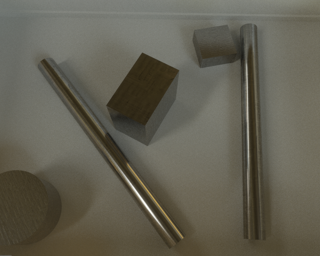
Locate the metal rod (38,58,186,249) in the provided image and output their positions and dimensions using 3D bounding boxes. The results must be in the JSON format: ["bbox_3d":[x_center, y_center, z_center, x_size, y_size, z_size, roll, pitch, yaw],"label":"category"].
[{"bbox_3d":[-0.071,0.021,0.400,0.025,0.025,0.300,-36,74,-12],"label":"metal rod"}]

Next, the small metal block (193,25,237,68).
[{"bbox_3d":[0.079,-0.120,0.454,0.050,0.025,0.050,-11,70,-4],"label":"small metal block"}]

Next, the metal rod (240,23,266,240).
[{"bbox_3d":[0.122,-0.009,0.414,0.025,0.025,0.299,4,70,1],"label":"metal rod"}]

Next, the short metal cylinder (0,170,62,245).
[{"bbox_3d":[-0.162,0.094,0.360,0.081,0.050,0.080,0,70,0],"label":"short metal cylinder"}]

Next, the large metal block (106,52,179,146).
[{"bbox_3d":[-0.019,-0.033,0.392,0.050,0.080,0.080,28,72,9],"label":"large metal block"}]
